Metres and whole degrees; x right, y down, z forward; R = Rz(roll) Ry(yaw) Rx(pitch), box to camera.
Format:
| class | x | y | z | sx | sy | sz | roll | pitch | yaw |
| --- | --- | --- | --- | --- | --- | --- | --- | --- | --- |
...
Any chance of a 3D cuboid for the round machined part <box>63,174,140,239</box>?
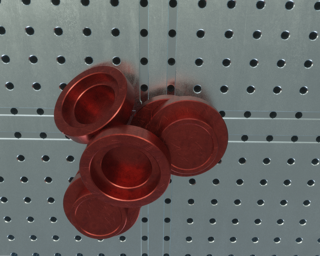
| class | x | y | z | sx | sy | sz | roll | pitch | yaw |
| --- | --- | --- | --- | --- | --- | --- | --- | --- | --- |
| round machined part | -0.074 | 0.101 | 0.396 | 0.099 | 0.042 | 0.097 | 0 | 110 | 0 |

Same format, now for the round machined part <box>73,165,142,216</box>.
| class | x | y | z | sx | sy | sz | roll | pitch | yaw |
| --- | --- | --- | --- | --- | --- | --- | --- | --- | --- |
| round machined part | -0.067 | 0.085 | 0.413 | 0.099 | 0.042 | 0.097 | 0 | 110 | 0 |

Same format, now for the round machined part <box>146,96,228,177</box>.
| class | x | y | z | sx | sy | sz | roll | pitch | yaw |
| --- | --- | --- | --- | --- | --- | --- | --- | --- | --- |
| round machined part | 0.031 | 0.015 | 0.364 | 0.099 | 0.042 | 0.097 | 0 | 110 | 0 |

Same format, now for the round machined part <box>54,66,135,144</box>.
| class | x | y | z | sx | sy | sz | roll | pitch | yaw |
| --- | --- | --- | --- | --- | --- | --- | --- | --- | --- |
| round machined part | -0.074 | -0.024 | 0.375 | 0.098 | 0.098 | 0.042 | -26 | 143 | 9 |

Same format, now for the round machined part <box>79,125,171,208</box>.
| class | x | y | z | sx | sy | sz | roll | pitch | yaw |
| --- | --- | --- | --- | --- | --- | --- | --- | --- | --- |
| round machined part | -0.036 | 0.039 | 0.350 | 0.098 | 0.042 | 0.097 | 1 | 118 | 2 |

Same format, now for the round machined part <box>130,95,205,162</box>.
| class | x | y | z | sx | sy | sz | roll | pitch | yaw |
| --- | --- | --- | --- | --- | --- | --- | --- | --- | --- |
| round machined part | 0.010 | 0.011 | 0.386 | 0.099 | 0.042 | 0.097 | 0 | 110 | 0 |
